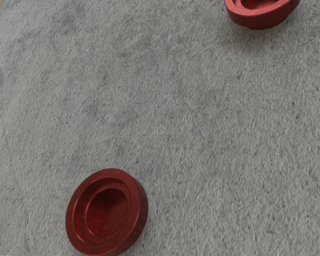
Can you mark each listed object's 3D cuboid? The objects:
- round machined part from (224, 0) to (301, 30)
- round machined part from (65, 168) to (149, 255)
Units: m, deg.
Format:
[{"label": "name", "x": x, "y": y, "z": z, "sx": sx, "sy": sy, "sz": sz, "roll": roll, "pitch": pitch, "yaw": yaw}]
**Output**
[{"label": "round machined part", "x": 0.142, "y": -0.174, "z": 0.425, "sx": 0.098, "sy": 0.042, "sz": 0.098, "roll": -13, "pitch": 56, "yaw": 21}, {"label": "round machined part", "x": -0.057, "y": 0.100, "z": 0.362, "sx": 0.098, "sy": 0.042, "sz": 0.098, "roll": -13, "pitch": 56, "yaw": 21}]
